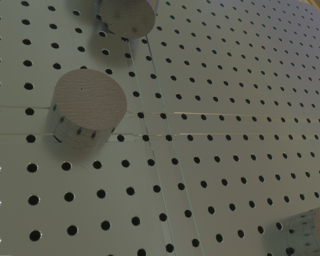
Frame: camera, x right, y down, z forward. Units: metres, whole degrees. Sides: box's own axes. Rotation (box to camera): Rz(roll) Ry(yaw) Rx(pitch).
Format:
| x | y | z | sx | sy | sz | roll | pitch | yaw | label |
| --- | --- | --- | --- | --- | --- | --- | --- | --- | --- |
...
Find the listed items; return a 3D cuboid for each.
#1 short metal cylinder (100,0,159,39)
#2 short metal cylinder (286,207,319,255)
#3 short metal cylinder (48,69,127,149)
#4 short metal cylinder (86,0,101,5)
| x | y | z | sx | sy | sz | roll | pitch | yaw | label |
| --- | --- | --- | --- | --- | --- | --- | --- | --- | --- |
| -0.044 | -0.181 | 0.461 | 0.080 | 0.080 | 0.050 | 20 | 54 | -17 | short metal cylinder |
| 0.222 | 0.151 | 0.422 | 0.081 | 0.050 | 0.080 | 14 | 56 | -21 | short metal cylinder |
| -0.085 | -0.022 | 0.361 | 0.081 | 0.050 | 0.080 | 14 | 56 | -21 | short metal cylinder |
| -0.096 | -0.243 | 0.489 | 0.081 | 0.050 | 0.080 | 14 | 56 | -21 | short metal cylinder |
